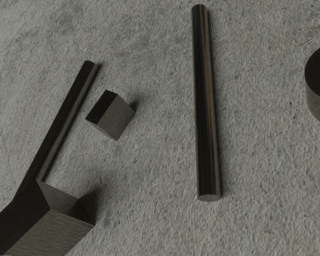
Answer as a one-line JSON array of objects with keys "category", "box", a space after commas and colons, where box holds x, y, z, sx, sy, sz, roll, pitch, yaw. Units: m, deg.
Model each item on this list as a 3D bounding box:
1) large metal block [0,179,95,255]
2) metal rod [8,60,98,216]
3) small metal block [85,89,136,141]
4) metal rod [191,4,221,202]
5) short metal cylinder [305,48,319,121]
[{"category": "large metal block", "box": [-0.140, 0.118, 0.368, 0.080, 0.080, 0.050, -45, 51, -3]}, {"category": "metal rod", "box": [-0.166, 0.023, 0.474, 0.025, 0.025, 0.300, 7, 65, 31]}, {"category": "small metal block", "box": [-0.068, -0.017, 0.432, 0.025, 0.050, 0.050, 23, 74, 36]}, {"category": "metal rod", "box": [0.057, -0.054, 0.406, 0.025, 0.025, 0.299, -12, 57, 21]}, {"category": "short metal cylinder", "box": [0.192, -0.045, 0.315, 0.080, 0.050, 0.080, -13, 56, 20]}]
